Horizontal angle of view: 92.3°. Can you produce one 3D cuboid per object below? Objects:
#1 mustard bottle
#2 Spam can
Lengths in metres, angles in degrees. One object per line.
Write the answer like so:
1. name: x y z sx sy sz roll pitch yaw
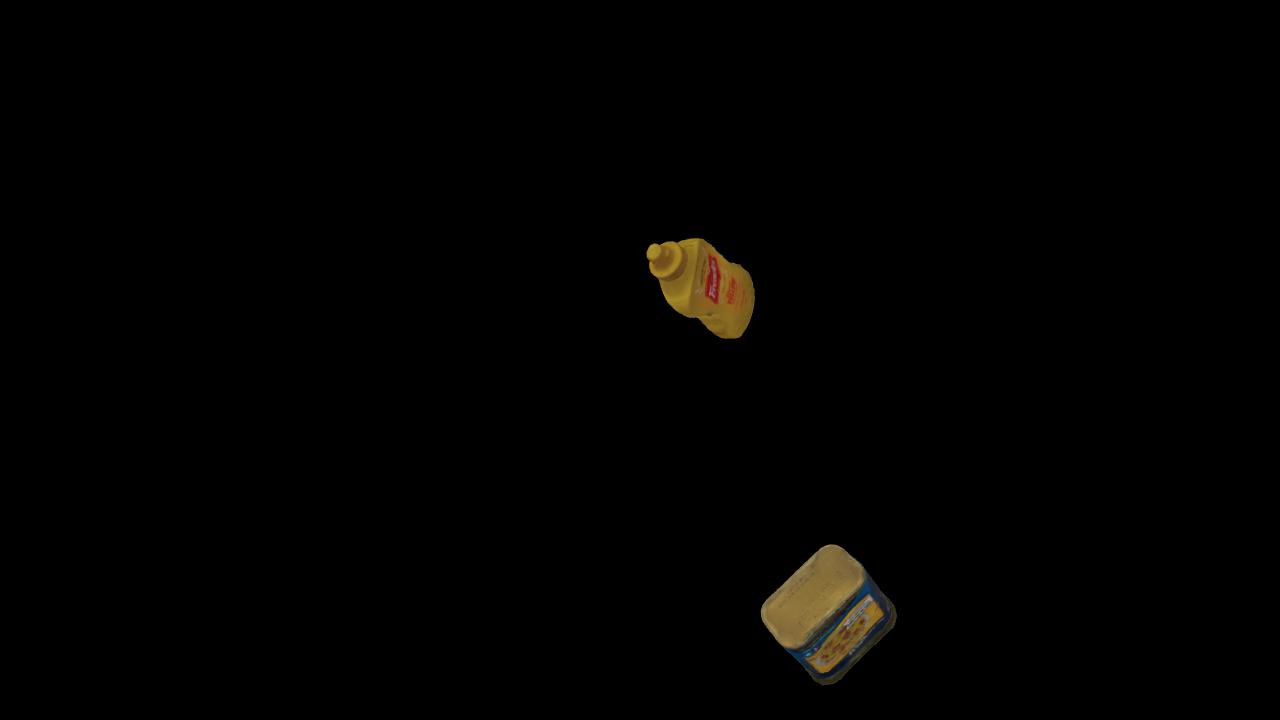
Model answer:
1. mustard bottle: 0.067 -0.090 0.708 0.054 0.092 0.184 9 -9 40
2. Spam can: 0.168 0.226 0.550 0.085 0.101 0.058 49 -4 -36
